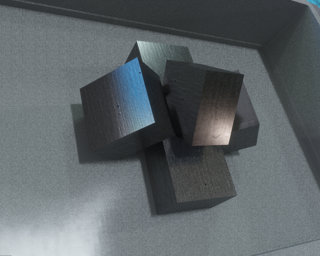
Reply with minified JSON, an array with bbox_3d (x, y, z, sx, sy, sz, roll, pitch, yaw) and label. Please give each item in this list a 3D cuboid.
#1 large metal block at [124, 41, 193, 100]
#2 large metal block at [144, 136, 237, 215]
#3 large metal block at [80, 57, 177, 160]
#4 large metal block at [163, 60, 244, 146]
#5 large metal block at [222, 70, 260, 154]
[{"bbox_3d":[0.004,-0.069,0.429,0.081,0.050,0.080,-2,63,-29],"label":"large metal block"},{"bbox_3d":[0.035,0.054,0.374,0.081,0.050,0.080,1,62,-28],"label":"large metal block"},{"bbox_3d":[-0.037,-0.019,0.350,0.050,0.080,0.080,30,40,-58],"label":"large metal block"},{"bbox_3d":[0.043,-0.031,0.359,0.050,0.079,0.080,0,18,-30],"label":"large metal block"},{"bbox_3d":[0.095,-0.018,0.422,0.050,0.080,0.080,-16,65,7],"label":"large metal block"}]
